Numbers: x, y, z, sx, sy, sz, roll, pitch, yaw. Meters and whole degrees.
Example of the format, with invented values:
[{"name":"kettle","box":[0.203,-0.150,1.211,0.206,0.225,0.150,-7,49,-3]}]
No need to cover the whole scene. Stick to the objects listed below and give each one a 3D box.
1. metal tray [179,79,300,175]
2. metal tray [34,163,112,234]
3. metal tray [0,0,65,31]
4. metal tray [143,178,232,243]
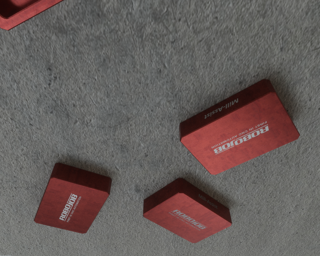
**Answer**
[{"name":"metal tray","box":[0.102,0.004,0.408,0.130,0.030,0.090,-28,125,22]},{"name":"metal tray","box":[-0.143,0.118,0.503,0.091,0.030,0.129,20,127,-17]},{"name":"metal tray","box":[-0.141,-0.161,0.264,0.090,0.030,0.130,-21,127,16]},{"name":"metal tray","box":[0.047,0.144,0.527,0.130,0.030,0.090,37,121,-27]}]
